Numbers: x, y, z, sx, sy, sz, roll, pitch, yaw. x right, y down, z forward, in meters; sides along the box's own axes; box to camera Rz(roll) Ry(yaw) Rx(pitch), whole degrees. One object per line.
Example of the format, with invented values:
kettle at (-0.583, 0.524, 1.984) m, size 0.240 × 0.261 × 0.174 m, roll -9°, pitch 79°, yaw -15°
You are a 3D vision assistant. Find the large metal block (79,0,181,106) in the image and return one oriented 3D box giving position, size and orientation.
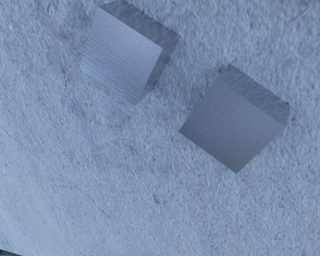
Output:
large metal block at (-0.036, -0.086, 0.355) m, size 0.080 × 0.050 × 0.079 m, roll 34°, pitch 129°, yaw 5°

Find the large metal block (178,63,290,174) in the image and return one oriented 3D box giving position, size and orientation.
large metal block at (0.081, -0.010, 0.341) m, size 0.080 × 0.050 × 0.079 m, roll 36°, pitch 129°, yaw 3°
